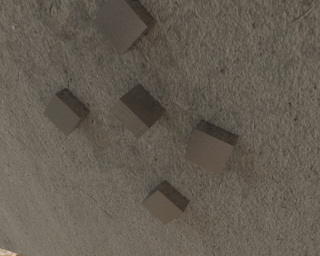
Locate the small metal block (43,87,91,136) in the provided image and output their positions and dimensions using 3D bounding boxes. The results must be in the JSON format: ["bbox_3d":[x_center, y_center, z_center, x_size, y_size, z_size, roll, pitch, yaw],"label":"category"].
[{"bbox_3d":[-0.141,-0.024,0.466,0.050,0.025,0.050,45,129,-3],"label":"small metal block"}]

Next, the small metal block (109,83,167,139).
[{"bbox_3d":[-0.027,-0.022,0.391,0.050,0.050,0.025,45,129,-3],"label":"small metal block"}]

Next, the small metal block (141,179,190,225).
[{"bbox_3d":[0.008,0.114,0.474,0.050,0.025,0.050,42,129,-1],"label":"small metal block"}]

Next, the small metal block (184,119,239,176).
[{"bbox_3d":[0.064,0.024,0.388,0.050,0.025,0.050,25,128,12],"label":"small metal block"}]

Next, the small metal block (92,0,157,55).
[{"bbox_3d":[-0.040,-0.121,0.353,0.050,0.025,0.050,48,129,-6],"label":"small metal block"}]
